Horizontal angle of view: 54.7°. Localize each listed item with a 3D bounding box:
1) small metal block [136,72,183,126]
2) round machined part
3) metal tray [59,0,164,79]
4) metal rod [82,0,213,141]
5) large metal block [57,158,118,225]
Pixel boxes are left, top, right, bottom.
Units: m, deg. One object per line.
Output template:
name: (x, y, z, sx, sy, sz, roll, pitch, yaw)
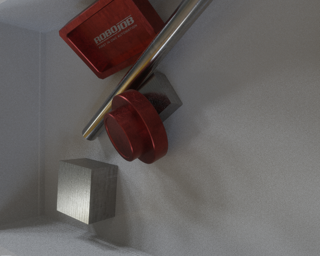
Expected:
small metal block: (-0.005, -0.037, 0.409, 0.050, 0.025, 0.050, -42, 65, 31)
round machined part: (-0.036, 0.004, 0.394, 0.098, 0.042, 0.097, 42, 149, 34)
metal tray: (-0.062, -0.126, 0.416, 0.130, 0.090, 0.030, -17, 36, 38)
metal rod: (-0.029, -0.071, 0.405, 0.299, 0.025, 0.025, -44, 64, 38)
large metal block: (-0.114, 0.094, 0.482, 0.080, 0.050, 0.079, 6, 94, 39)
